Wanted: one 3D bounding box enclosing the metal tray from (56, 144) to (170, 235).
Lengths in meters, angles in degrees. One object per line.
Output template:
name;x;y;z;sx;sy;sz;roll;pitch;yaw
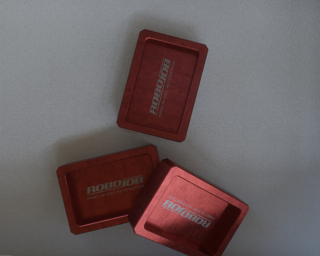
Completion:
metal tray;-0.059;0.079;0.408;0.131;0.030;0.089;-13;90;-1

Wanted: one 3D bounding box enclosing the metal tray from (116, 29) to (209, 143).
metal tray;0.003;-0.054;0.408;0.091;0.030;0.129;14;90;-1

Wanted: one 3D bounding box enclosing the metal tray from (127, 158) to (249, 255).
metal tray;0.038;0.106;0.385;0.131;0.030;0.090;31;89;-23
